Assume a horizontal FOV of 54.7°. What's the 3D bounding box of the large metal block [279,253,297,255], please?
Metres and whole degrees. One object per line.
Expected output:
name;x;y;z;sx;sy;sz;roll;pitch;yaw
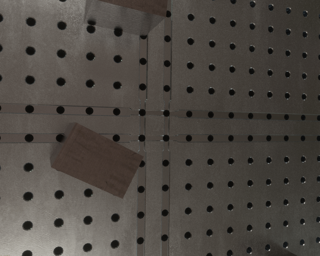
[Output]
large metal block;0.208;0.246;0.463;0.050;0.080;0.079;-3;91;-20

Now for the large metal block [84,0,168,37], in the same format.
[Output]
large metal block;-0.042;-0.152;0.368;0.081;0.080;0.050;7;88;-20

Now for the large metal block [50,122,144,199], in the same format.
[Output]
large metal block;-0.076;0.034;0.356;0.080;0.080;0.050;29;81;-18
